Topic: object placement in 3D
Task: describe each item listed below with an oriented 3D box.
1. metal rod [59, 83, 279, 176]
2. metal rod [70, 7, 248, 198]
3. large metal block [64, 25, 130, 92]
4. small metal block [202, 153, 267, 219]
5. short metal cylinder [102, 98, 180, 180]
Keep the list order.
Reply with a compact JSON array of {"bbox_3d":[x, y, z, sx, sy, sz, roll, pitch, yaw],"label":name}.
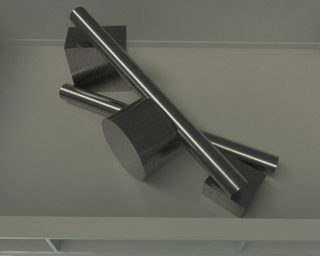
[{"bbox_3d":[0.000,-0.004,0.406,0.301,0.025,0.025,20,53,15],"label":"metal rod"},{"bbox_3d":[-0.014,-0.043,0.364,0.025,0.025,0.300,-33,70,-25],"label":"metal rod"},{"bbox_3d":[-0.086,-0.099,0.450,0.081,0.080,0.050,-3,50,-3],"label":"large metal block"},{"bbox_3d":[0.083,0.064,0.351,0.050,0.025,0.050,31,56,23],"label":"small metal block"},{"bbox_3d":[-0.023,0.012,0.356,0.050,0.080,0.080,-33,58,-25],"label":"short metal cylinder"}]
